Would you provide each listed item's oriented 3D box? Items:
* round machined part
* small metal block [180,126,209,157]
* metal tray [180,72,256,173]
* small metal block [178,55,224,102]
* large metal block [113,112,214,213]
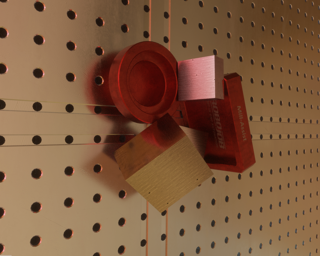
[{"bbox_3d":[-0.021,-0.054,0.382,0.099,0.042,0.097,0,90,-40],"label":"round machined part"},{"bbox_3d":[0.037,0.026,0.436,0.050,0.025,0.050,14,86,-28],"label":"small metal block"},{"bbox_3d":[0.077,-0.006,0.434,0.030,0.090,0.129,-23,105,-38],"label":"metal tray"},{"bbox_3d":[0.051,-0.059,0.384,0.025,0.050,0.050,0,89,-55],"label":"small metal block"},{"bbox_3d":[0.005,0.043,0.370,0.080,0.050,0.080,-37,130,0],"label":"large metal block"}]
